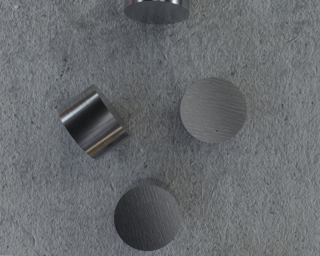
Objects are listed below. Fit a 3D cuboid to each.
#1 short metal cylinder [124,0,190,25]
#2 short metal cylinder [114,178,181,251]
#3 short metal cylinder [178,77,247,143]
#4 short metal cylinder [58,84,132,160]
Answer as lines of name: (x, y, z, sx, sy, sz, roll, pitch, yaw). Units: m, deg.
short metal cylinder: (-0.003, -0.166, 0.382, 0.081, 0.080, 0.050, 2, 90, 0)
short metal cylinder: (-0.015, 0.108, 0.397, 0.081, 0.050, 0.080, 0, 90, 0)
short metal cylinder: (0.065, -0.022, 0.398, 0.081, 0.050, 0.080, 0, 90, 0)
short metal cylinder: (-0.078, -0.007, 0.382, 0.050, 0.080, 0.080, -36, 90, 0)
